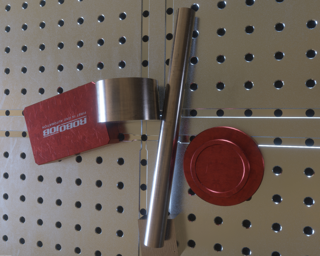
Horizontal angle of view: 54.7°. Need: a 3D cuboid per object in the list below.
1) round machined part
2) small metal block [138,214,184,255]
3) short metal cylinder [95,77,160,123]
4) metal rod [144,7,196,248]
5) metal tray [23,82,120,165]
[{"bbox_3d":[0.075,0.047,0.377,0.098,0.042,0.097,0,90,19],"label":"round machined part"},{"bbox_3d":[0.001,0.143,0.411,0.050,0.025,0.050,-7,88,19],"label":"small metal block"},{"bbox_3d":[-0.041,-0.033,0.397,0.080,0.080,0.050,-3,89,19],"label":"short metal cylinder"},{"bbox_3d":[0.013,-0.003,0.392,0.025,0.025,0.298,7,87,19],"label":"metal rod"},{"bbox_3d":[-0.132,-0.005,0.455,0.130,0.030,0.090,-17,84,18],"label":"metal tray"}]
